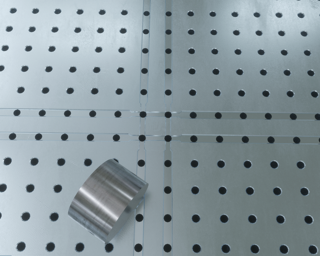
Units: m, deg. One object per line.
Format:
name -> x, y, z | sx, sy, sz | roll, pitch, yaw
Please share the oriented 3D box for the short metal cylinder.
short metal cylinder -> -0.057, 0.082, 0.352 | 0.050, 0.080, 0.080 | 33, 73, 11
